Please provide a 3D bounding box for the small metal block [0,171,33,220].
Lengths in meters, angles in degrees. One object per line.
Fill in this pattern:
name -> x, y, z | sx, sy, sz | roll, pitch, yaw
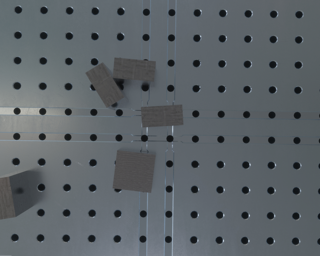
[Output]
small metal block -> -0.191, 0.085, 0.400 | 0.025, 0.050, 0.050 | -9, 90, 0

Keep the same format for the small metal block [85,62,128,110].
small metal block -> -0.067, -0.052, 0.400 | 0.025, 0.050, 0.050 | -32, 90, 1

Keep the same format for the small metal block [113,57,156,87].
small metal block -> -0.031, -0.071, 0.401 | 0.050, 0.050, 0.025 | 5, 90, 0

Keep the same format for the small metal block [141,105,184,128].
small metal block -> 0.003, -0.015, 0.401 | 0.050, 0.050, 0.025 | -3, 90, 0

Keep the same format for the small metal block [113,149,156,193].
small metal block -> -0.033, 0.056, 0.413 | 0.050, 0.025, 0.050 | 7, 90, 0
